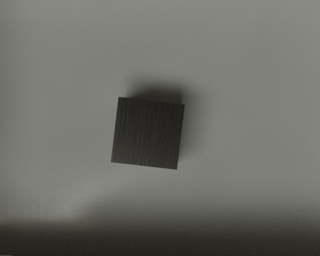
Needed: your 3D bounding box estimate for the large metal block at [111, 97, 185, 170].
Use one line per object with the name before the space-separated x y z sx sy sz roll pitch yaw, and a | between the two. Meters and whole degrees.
large metal block | -0.015 0.006 0.399 0.081 0.050 0.079 7 90 -1
